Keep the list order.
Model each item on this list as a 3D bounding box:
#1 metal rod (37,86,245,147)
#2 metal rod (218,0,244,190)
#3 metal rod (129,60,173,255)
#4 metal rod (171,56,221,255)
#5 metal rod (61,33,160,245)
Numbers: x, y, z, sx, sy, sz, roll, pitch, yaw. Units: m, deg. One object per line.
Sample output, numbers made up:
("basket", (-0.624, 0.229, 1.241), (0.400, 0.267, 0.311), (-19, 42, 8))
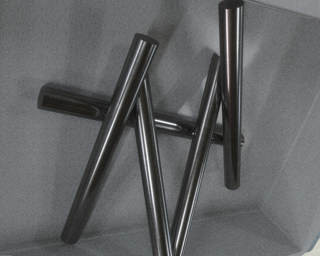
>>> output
("metal rod", (0.000, -0.006, 0.404), (0.302, 0.025, 0.025), (12, 112, -33))
("metal rod", (0.095, -0.016, 0.407), (0.025, 0.025, 0.298), (-25, 134, -13))
("metal rod", (-0.008, 0.069, 0.372), (0.025, 0.025, 0.298), (-11, 100, -22))
("metal rod", (0.046, 0.055, 0.409), (0.025, 0.025, 0.298), (10, 95, -33))
("metal rod", (-0.069, 0.034, 0.366), (0.025, 0.025, 0.298), (7, 123, -32))
